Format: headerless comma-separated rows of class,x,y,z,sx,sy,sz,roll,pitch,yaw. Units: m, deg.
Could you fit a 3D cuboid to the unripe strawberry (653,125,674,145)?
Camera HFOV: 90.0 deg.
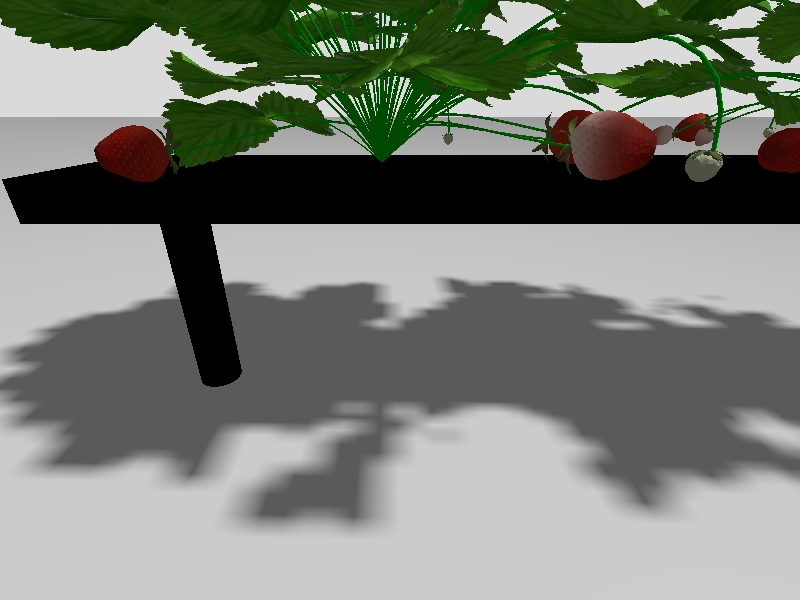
unripe strawberry,0.296,-0.187,0.454,0.024,0.021,0.024,-23,30,-39

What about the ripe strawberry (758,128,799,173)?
ripe strawberry,0.259,-0.100,0.269,0.032,0.028,0.032,-10,28,-18

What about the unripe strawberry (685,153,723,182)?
unripe strawberry,0.169,-0.074,0.224,0.017,0.016,0.015,15,30,29

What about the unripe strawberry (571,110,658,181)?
unripe strawberry,0.125,-0.090,0.235,0.045,0.038,0.045,18,31,31

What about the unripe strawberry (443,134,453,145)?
unripe strawberry,0.054,-0.181,0.453,0.011,0.011,0.011,13,29,24

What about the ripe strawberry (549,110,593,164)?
ripe strawberry,0.136,-0.123,0.302,0.045,0.038,0.044,5,26,8

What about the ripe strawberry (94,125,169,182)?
ripe strawberry,-0.156,-0.085,0.234,0.036,0.031,0.036,-18,31,-31

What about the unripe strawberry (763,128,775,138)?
unripe strawberry,0.450,-0.204,0.489,0.011,0.011,0.010,2,26,4

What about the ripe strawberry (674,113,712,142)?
ripe strawberry,0.360,-0.212,0.494,0.037,0.032,0.037,-10,15,-20
